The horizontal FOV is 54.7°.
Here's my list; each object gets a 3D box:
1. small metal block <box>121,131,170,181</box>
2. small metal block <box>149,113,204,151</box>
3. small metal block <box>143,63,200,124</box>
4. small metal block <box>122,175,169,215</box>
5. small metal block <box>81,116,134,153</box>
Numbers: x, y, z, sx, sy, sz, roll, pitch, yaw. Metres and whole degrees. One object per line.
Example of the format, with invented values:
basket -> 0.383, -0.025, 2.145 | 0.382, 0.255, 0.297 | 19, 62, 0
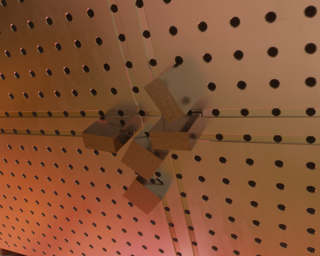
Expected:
small metal block -> -0.022, 0.041, 0.446 | 0.050, 0.025, 0.050 | 35, 129, 4
small metal block -> 0.022, 0.003, 0.385 | 0.050, 0.050, 0.025 | 1, 119, 27
small metal block -> 0.015, -0.041, 0.360 | 0.025, 0.050, 0.050 | -27, 104, 37
small metal block -> -0.023, 0.101, 0.484 | 0.050, 0.025, 0.050 | 37, 129, 2
small metal block -> -0.073, 0.008, 0.437 | 0.050, 0.050, 0.025 | 7, 122, 24
